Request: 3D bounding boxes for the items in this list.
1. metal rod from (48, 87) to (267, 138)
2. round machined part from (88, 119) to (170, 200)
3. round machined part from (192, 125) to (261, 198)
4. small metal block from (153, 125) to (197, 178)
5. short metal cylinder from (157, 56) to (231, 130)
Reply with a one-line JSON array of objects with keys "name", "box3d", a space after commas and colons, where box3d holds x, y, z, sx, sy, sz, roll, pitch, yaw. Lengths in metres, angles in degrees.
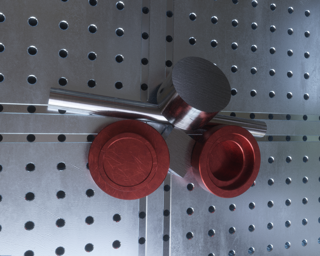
[{"name": "metal rod", "box3d": [0.012, -0.017, 0.413, 0.302, 0.025, 0.025, 8, 88, -20]}, {"name": "round machined part", "box3d": [-0.037, 0.038, 0.372, 0.099, 0.042, 0.097, 0, 91, -2]}, {"name": "round machined part", "box3d": [0.087, 0.044, 0.430, 0.099, 0.042, 0.097, -1, 93, -23]}, {"name": "small metal block", "box3d": [0.021, 0.031, 0.417, 0.050, 0.025, 0.050, 38, 78, -16]}, {"name": "short metal cylinder", "box3d": [0.042, -0.044, 0.395, 0.081, 0.050, 0.080, 10, 61, -19]}]
